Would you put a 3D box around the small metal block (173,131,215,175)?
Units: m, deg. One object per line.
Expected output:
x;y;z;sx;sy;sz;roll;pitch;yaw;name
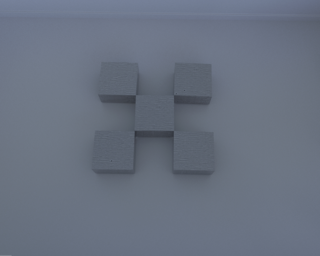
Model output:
0.042;0.032;0.396;0.050;0.025;0.050;1;70;0;small metal block

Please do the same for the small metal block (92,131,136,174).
-0.057;0.031;0.396;0.050;0.025;0.050;1;70;0;small metal block

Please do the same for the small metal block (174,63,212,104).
0.045;-0.062;0.430;0.050;0.025;0.050;2;70;1;small metal block

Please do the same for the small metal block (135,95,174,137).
-0.007;-0.016;0.413;0.050;0.025;0.050;1;70;0;small metal block

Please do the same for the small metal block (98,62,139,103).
-0.056;-0.063;0.430;0.050;0.025;0.050;2;70;0;small metal block
